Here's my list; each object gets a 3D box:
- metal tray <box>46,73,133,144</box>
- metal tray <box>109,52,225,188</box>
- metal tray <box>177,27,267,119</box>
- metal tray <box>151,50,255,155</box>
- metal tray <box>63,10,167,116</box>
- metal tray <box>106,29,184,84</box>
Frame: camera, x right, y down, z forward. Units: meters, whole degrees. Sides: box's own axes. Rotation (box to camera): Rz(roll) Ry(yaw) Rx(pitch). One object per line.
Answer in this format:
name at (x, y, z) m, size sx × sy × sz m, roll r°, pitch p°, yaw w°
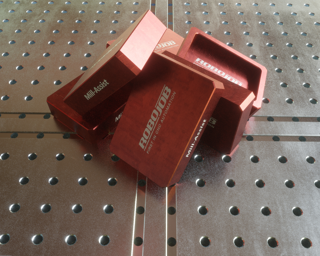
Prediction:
metal tray at (-0.080, -0.047, 0.443) m, size 0.090 × 0.030 × 0.131 m, roll 32°, pitch 57°, yaw 23°
metal tray at (0.004, -0.010, 0.354) m, size 0.090 × 0.129 × 0.030 m, roll 31°, pitch 18°, yaw 24°
metal tray at (0.084, -0.079, 0.440) m, size 0.130 × 0.030 × 0.090 m, roll 28°, pitch 52°, yaw -6°
metal tray at (0.045, -0.032, 0.391) m, size 0.130 × 0.090 × 0.030 m, roll 31°, pitch 57°, yaw 23°
metal tray at (-0.056, -0.075, 0.372) m, size 0.030 × 0.130 × 0.090 m, roll 42°, pitch 49°, yaw -21°
metal tray at (-0.005, -0.109, 0.472) m, size 0.131 × 0.030 × 0.090 m, roll -27°, pitch 57°, yaw -38°
